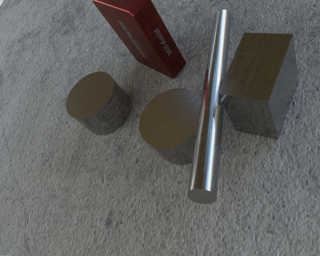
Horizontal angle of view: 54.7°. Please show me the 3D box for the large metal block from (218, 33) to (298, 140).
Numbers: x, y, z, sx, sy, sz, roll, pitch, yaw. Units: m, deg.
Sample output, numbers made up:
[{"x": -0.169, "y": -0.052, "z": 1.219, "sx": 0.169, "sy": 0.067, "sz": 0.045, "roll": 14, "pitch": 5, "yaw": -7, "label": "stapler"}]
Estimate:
[{"x": 0.111, "y": -0.045, "z": 0.338, "sx": 0.050, "sy": 0.080, "sz": 0.080, "roll": 13, "pitch": 69, "yaw": 33, "label": "large metal block"}]

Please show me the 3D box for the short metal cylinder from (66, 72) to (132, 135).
[{"x": -0.089, "y": -0.036, "z": 0.457, "sx": 0.080, "sy": 0.050, "sz": 0.080, "roll": -13, "pitch": 56, "yaw": 21, "label": "short metal cylinder"}]

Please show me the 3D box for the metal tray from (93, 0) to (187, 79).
[{"x": -0.025, "y": -0.131, "z": 0.430, "sx": 0.090, "sy": 0.130, "sz": 0.030, "roll": 33, "pitch": 81, "yaw": 38, "label": "metal tray"}]

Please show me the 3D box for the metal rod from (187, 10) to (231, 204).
[{"x": 0.064, "y": -0.052, "z": 0.359, "sx": 0.025, "sy": 0.025, "sz": 0.300, "roll": -8, "pitch": 45, "yaw": 24, "label": "metal rod"}]

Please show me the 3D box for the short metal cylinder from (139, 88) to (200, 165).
[{"x": 0.022, "y": -0.001, "z": 0.377, "sx": 0.080, "sy": 0.050, "sz": 0.080, "roll": -13, "pitch": 56, "yaw": 21, "label": "short metal cylinder"}]
